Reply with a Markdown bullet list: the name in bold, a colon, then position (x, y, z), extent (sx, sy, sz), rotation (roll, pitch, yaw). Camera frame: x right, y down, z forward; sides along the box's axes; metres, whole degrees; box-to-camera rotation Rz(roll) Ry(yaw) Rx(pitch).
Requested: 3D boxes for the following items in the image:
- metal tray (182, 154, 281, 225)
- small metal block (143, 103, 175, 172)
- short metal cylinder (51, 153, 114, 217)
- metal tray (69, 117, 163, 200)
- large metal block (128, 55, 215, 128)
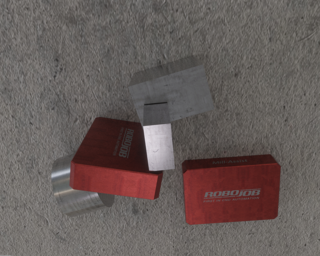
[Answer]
- **metal tray**: position (0.099, 0.088, 0.441), extent (0.131, 0.030, 0.089), rotation (-4, 110, 1)
- **small metal block**: position (-0.001, 0.008, 0.314), extent (0.025, 0.050, 0.050), rotation (-6, 116, 0)
- **short metal cylinder**: position (-0.098, 0.070, 0.406), extent (0.050, 0.080, 0.080), rotation (-16, 109, 6)
- **metal tray**: position (-0.044, 0.029, 0.364), extent (0.091, 0.130, 0.030), rotation (8, 112, -3)
- **large metal block**: position (0.013, -0.045, 0.364), extent (0.080, 0.080, 0.050), rotation (-16, 109, 5)
